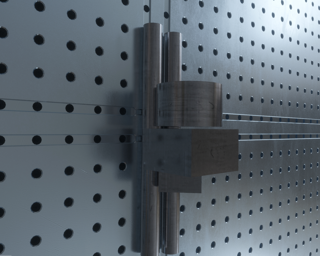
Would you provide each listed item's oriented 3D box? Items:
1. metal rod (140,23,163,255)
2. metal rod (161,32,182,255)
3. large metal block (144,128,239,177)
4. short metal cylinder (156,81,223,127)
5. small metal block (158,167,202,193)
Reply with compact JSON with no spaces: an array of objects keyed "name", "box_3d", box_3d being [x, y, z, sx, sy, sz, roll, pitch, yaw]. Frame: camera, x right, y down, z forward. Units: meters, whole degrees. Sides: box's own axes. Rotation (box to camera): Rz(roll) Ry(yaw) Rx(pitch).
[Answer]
[{"name":"metal rod","box_3d":[-0.011,0.016,0.403,0.025,0.025,0.298,1,89,-40]},{"name":"metal rod","box_3d":[0.016,0.020,0.426,0.025,0.025,0.298,1,89,-40]},{"name":"large metal block","box_3d":[0.037,0.026,0.374,0.081,0.080,0.050,0,90,-40]},{"name":"short metal cylinder","box_3d":[0.036,-0.027,0.377,0.081,0.080,0.050,1,90,-40]},{"name":"small metal block","box_3d":[0.026,0.063,0.387,0.050,0.050,0.025,3,87,-85]}]
